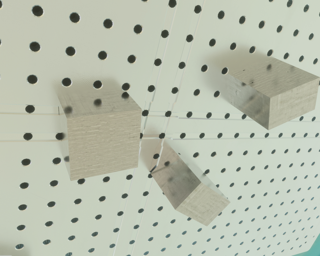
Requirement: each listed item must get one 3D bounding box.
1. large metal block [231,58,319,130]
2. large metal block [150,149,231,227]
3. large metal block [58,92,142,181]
[{"bbox_3d":[0.157,-0.050,0.433,0.081,0.080,0.050,-22,127,-16],"label":"large metal block"},{"bbox_3d":[0.044,0.088,0.456,0.050,0.080,0.080,-48,129,5],"label":"large metal block"},{"bbox_3d":[-0.070,0.007,0.362,0.081,0.050,0.079,-9,122,-24],"label":"large metal block"}]
